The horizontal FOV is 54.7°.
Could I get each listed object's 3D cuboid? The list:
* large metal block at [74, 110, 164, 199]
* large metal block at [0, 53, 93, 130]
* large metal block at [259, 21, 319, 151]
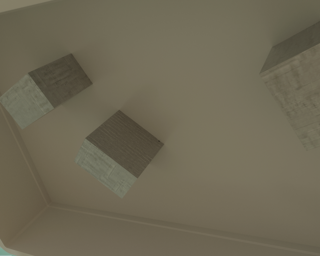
[{"bbox_3d":[-0.054,0.033,0.420,0.080,0.080,0.050,37,129,3],"label":"large metal block"},{"bbox_3d":[-0.154,-0.050,0.421,0.080,0.080,0.050,-24,106,36],"label":"large metal block"},{"bbox_3d":[0.138,-0.040,0.276,0.050,0.080,0.080,-27,104,37],"label":"large metal block"}]
